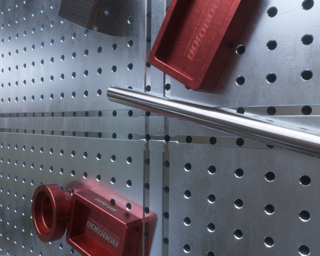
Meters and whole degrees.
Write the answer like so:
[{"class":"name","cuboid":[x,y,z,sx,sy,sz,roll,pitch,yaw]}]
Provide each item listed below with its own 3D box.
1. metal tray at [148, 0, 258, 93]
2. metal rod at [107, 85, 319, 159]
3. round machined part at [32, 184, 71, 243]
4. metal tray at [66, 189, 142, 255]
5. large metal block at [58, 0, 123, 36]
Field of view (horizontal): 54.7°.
[{"class":"metal tray","cuboid":[0.047,-0.118,0.365,0.090,0.030,0.129,37,113,33]},{"class":"metal rod","cuboid":[0.043,-0.017,0.372,0.300,0.025,0.025,17,101,38]},{"class":"round machined part","cuboid":[-0.184,0.146,0.542,0.098,0.042,0.097,-2,87,46]},{"class":"metal tray","cuboid":[-0.091,0.160,0.478,0.130,0.030,0.089,17,101,38]},{"class":"large metal block","cuboid":[-0.104,-0.197,0.477,0.080,0.050,0.079,32,110,35]}]
